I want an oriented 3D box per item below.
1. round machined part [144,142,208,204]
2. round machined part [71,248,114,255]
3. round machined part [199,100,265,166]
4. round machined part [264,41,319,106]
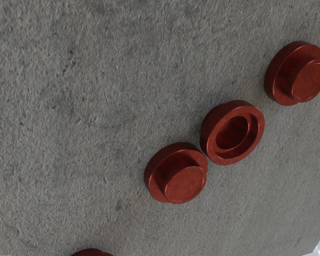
[{"bbox_3d":[0.029,0.073,0.457,0.099,0.042,0.097,-14,124,-21],"label":"round machined part"},{"bbox_3d":[-0.112,0.225,0.474,0.099,0.042,0.097,-14,124,-21],"label":"round machined part"},{"bbox_3d":[0.100,0.003,0.452,0.099,0.042,0.097,-14,124,-21],"label":"round machined part"},{"bbox_3d":[0.209,-0.076,0.463,0.099,0.042,0.097,-14,124,-21],"label":"round machined part"}]
